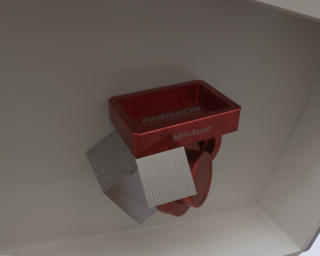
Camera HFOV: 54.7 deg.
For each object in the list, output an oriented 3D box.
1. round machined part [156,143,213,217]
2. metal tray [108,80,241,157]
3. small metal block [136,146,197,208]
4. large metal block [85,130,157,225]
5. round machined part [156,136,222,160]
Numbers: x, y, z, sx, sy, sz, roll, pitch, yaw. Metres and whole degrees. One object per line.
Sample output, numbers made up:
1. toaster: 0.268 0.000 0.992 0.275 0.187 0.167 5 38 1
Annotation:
1. round machined part: 0.033 0.059 0.377 0.099 0.042 0.097 -21 114 -59
2. metal tray: 0.016 -0.017 0.364 0.131 0.090 0.030 -14 125 -21
3. small metal block: 0.006 0.050 0.322 0.050 0.025 0.050 -15 87 -5
4. large metal block: -0.040 0.060 0.388 0.050 0.080 0.080 -38 130 -3
5. round machined part: 0.033 0.018 0.428 0.099 0.042 0.097 -14 125 -21
